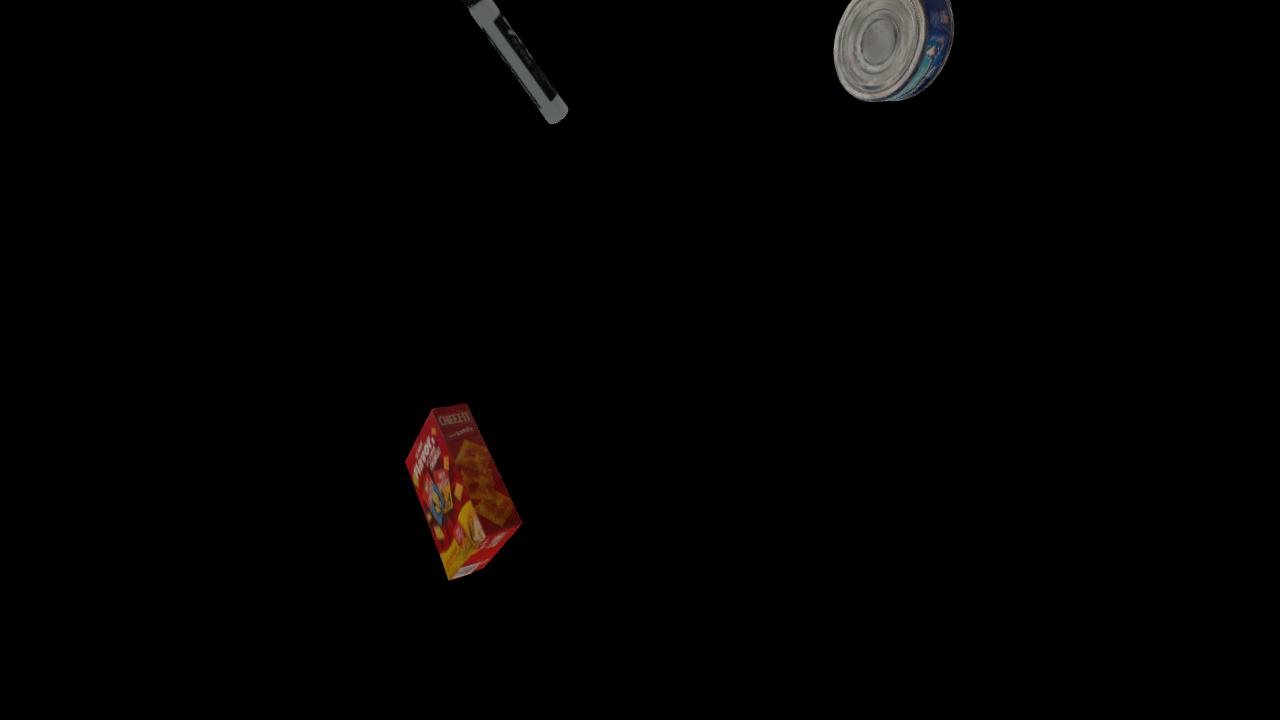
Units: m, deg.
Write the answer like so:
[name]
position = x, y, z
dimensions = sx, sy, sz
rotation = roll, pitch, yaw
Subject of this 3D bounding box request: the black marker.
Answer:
[black marker]
position = -0.090, -0.215, 0.420
dimensions = 0.020, 0.020, 0.121
rotation = 0, -33, 35

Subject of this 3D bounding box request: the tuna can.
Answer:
[tuna can]
position = 0.188, -0.240, 0.464
dimensions = 0.034, 0.084, 0.084
rotation = -18, 9, -30

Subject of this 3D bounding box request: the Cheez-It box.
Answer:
[Cheez-It box]
position = -0.285, 0.206, 0.968
dimensions = 0.071, 0.223, 0.166
rotation = -8, -32, -44
